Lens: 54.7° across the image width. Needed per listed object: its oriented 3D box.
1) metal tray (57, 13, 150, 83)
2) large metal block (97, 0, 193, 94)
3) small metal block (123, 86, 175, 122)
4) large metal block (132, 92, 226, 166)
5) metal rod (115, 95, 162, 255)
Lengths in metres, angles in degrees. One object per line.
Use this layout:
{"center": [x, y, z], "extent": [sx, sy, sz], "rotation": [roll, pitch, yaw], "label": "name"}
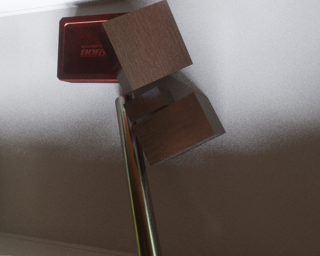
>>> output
{"center": [-0.079, -0.109, 0.434], "extent": [0.130, 0.030, 0.089], "rotation": [3, 91, 19], "label": "metal tray"}
{"center": [-0.019, -0.096, 0.374], "extent": [0.081, 0.050, 0.080], "rotation": [-26, 99, -15], "label": "large metal block"}
{"center": [-0.011, -0.029, 0.400], "extent": [0.050, 0.050, 0.025], "rotation": [-26, 82, 18], "label": "small metal block"}
{"center": [0.026, 0.002, 0.371], "extent": [0.080, 0.080, 0.050], "rotation": [-28, 81, 17], "label": "large metal block"}
{"center": [-0.021, 0.084, 0.347], "extent": [0.025, 0.025, 0.299], "rotation": [-25, 55, 18], "label": "metal rod"}
